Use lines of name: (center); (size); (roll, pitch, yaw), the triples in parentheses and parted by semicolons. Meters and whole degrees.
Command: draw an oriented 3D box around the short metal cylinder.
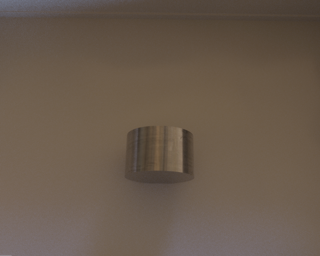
short metal cylinder: (0.000, 0.034, 0.368); (0.080, 0.080, 0.050); (1, 70, 0)
